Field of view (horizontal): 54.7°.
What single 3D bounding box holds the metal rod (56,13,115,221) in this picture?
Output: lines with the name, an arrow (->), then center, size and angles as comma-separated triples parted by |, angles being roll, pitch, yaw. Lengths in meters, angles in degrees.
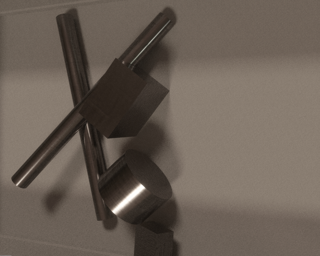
metal rod -> -0.109, -0.018, 0.447 | 0.025, 0.025, 0.298 | -14, 85, 19

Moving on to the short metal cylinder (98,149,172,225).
short metal cylinder -> -0.031, 0.073, 0.391 | 0.050, 0.080, 0.080 | -45, 77, 14

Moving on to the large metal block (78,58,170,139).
large metal block -> -0.042, -0.034, 0.395 | 0.050, 0.080, 0.080 | 40, 103, 15

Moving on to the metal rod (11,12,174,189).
metal rod -> -0.093, -0.034, 0.419 | 0.025, 0.025, 0.300 | 44, 95, 14

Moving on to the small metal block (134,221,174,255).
small metal block -> -0.009, 0.153, 0.398 | 0.050, 0.025, 0.050 | 1, 87, 56
